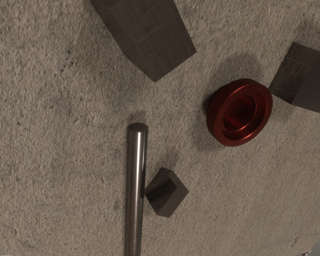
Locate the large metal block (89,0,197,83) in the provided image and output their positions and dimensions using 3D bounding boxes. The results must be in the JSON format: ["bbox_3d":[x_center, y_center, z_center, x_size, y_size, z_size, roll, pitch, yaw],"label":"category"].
[{"bbox_3d":[-0.019,-0.102,0.299,0.050,0.080,0.080,-37,130,-4],"label":"large metal block"}]

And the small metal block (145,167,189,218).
[{"bbox_3d":[0.008,0.094,0.455,0.025,0.050,0.050,27,104,-38],"label":"small metal block"}]

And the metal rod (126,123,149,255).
[{"bbox_3d":[-0.038,0.128,0.466,0.025,0.025,0.298,-10,123,-24],"label":"metal rod"}]

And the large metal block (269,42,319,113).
[{"bbox_3d":[0.225,-0.074,0.470,0.081,0.050,0.079,10,113,-33],"label":"large metal block"}]

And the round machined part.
[{"bbox_3d":[0.107,-0.025,0.441,0.099,0.042,0.097,-14,125,-21],"label":"round machined part"}]
